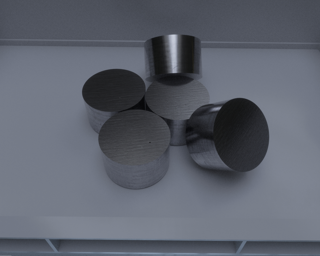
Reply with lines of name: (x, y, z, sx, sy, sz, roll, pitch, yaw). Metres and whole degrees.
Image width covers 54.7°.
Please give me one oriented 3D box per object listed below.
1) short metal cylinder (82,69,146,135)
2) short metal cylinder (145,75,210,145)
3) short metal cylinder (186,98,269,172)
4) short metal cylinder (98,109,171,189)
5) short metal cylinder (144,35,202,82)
short metal cylinder: (-0.059, -0.034, 0.414, 0.081, 0.050, 0.080, 0, 50, 0)
short metal cylinder: (0.022, -0.024, 0.407, 0.081, 0.050, 0.080, 0, 50, 0)
short metal cylinder: (0.077, 0.009, 0.354, 0.081, 0.050, 0.080, 3, 85, -29)
short metal cylinder: (-0.028, 0.024, 0.366, 0.081, 0.050, 0.080, 0, 50, 0)
short metal cylinder: (0.019, -0.095, 0.438, 0.081, 0.080, 0.050, -2, 89, -2)
